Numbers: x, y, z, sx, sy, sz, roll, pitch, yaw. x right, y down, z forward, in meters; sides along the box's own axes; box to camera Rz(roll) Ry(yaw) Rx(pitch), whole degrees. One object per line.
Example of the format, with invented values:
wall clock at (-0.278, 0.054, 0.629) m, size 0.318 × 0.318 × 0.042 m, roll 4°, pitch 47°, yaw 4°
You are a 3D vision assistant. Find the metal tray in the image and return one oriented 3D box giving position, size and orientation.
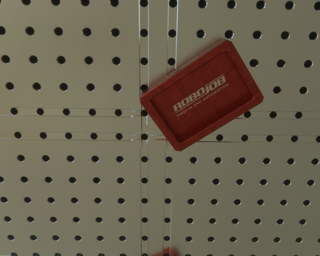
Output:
metal tray at (0.052, -0.040, 0.396) m, size 0.130 × 0.030 × 0.090 m, roll -32°, pitch 107°, yaw 11°
